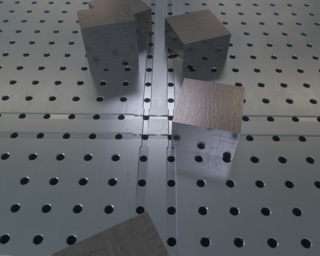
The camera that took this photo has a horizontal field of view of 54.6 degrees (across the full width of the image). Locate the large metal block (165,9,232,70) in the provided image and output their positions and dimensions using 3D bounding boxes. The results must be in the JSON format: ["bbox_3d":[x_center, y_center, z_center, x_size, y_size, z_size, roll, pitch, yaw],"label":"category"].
[{"bbox_3d":[0.060,-0.149,0.517,0.081,0.050,0.080,-16,52,-13],"label":"large metal block"}]

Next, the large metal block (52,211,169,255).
[{"bbox_3d":[-0.036,0.126,0.266,0.081,0.080,0.050,-21,53,-17],"label":"large metal block"}]

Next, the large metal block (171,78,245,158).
[{"bbox_3d":[0.063,-0.014,0.404,0.080,0.050,0.080,10,51,8],"label":"large metal block"}]

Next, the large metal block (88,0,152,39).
[{"bbox_3d":[-0.071,-0.198,0.558,0.080,0.050,0.080,-28,55,-21],"label":"large metal block"}]

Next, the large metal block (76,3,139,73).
[{"bbox_3d":[-0.081,-0.142,0.491,0.081,0.080,0.050,-13,51,-11],"label":"large metal block"}]
